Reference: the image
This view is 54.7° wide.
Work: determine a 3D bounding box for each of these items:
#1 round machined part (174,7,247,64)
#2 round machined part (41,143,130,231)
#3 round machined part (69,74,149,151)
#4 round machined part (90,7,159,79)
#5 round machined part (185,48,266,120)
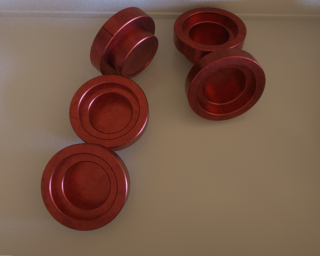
[{"bbox_3d":[0.068,-0.124,0.437,0.099,0.042,0.098,0,53,0],"label":"round machined part"},{"bbox_3d":[-0.084,0.066,0.365,0.099,0.042,0.097,0,89,4],"label":"round machined part"},{"bbox_3d":[-0.063,-0.017,0.404,0.099,0.042,0.098,0,74,0],"label":"round machined part"},{"bbox_3d":[-0.040,-0.104,0.408,0.042,0.098,0.098,43,76,14],"label":"round machined part"},{"bbox_3d":[0.080,-0.059,0.399,0.099,0.097,0.042,-8,43,-3],"label":"round machined part"}]
